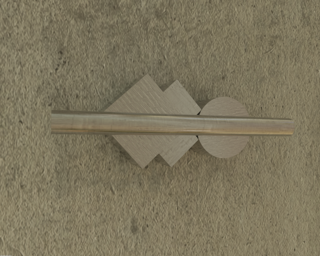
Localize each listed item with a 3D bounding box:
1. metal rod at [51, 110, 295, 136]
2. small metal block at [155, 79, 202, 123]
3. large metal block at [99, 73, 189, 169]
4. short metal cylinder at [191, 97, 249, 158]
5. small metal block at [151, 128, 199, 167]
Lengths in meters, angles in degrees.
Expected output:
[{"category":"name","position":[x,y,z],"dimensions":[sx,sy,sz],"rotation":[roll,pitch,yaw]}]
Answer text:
[{"category":"metal rod","position":[0.031,-0.004,0.367],"dimensions":[0.302,0.025,0.025],"rotation":[1,90,-20]},{"category":"small metal block","position":[0.019,-0.033,0.405],"dimensions":[0.025,0.050,0.050],"rotation":[-44,105,-14]},{"category":"large metal block","position":[-0.026,-0.008,0.386],"dimensions":[0.080,0.050,0.080],"rotation":[-44,104,-15]},{"category":"short metal cylinder","position":[0.075,-0.001,0.424],"dimensions":[0.081,0.050,0.080],"rotation":[0,90,-20]},{"category":"small metal block","position":[0.015,0.022,0.404],"dimensions":[0.050,0.050,0.025],"rotation":[-44,104,-15]}]
